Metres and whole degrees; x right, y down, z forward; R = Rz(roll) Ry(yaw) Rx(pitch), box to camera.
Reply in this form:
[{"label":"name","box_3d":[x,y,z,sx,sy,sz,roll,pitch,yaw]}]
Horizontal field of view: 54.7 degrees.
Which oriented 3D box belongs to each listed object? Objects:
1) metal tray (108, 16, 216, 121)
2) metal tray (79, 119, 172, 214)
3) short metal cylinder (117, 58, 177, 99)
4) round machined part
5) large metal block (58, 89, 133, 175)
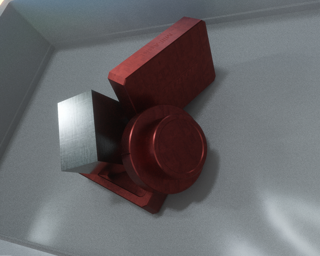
[{"label":"metal tray","box_3d":[0.009,-0.062,0.374,0.131,0.090,0.030,-42,46,-21]},{"label":"metal tray","box_3d":[-0.039,0.040,0.394,0.130,0.030,0.090,19,71,35]},{"label":"short metal cylinder","box_3d":[-0.014,-0.067,0.416,0.080,0.050,0.080,-24,28,14]},{"label":"round machined part","box_3d":[0.011,0.021,0.332,0.042,0.098,0.098,-17,49,56]},{"label":"large metal block","box_3d":[-0.071,0.010,0.368,0.050,0.080,0.080,-17,71,25]}]
